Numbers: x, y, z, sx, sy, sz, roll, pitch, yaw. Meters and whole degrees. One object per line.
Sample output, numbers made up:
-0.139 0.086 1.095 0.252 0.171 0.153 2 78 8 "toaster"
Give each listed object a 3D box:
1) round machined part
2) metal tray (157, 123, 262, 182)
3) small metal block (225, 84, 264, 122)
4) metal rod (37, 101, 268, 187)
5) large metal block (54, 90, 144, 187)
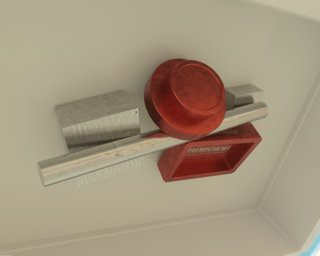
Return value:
0.035 -0.038 0.354 0.099 0.098 0.042 -5 161 -27 "round machined part"
0.071 0.035 0.448 0.131 0.030 0.089 -2 139 -29 "metal tray"
0.119 -0.033 0.453 0.050 0.025 0.050 -11 123 -23 "small metal block"
0.015 0.009 0.364 0.303 0.025 0.025 -15 125 -29 "metal rod"
-0.069 0.011 0.360 0.081 0.050 0.079 -17 125 -19 "large metal block"
